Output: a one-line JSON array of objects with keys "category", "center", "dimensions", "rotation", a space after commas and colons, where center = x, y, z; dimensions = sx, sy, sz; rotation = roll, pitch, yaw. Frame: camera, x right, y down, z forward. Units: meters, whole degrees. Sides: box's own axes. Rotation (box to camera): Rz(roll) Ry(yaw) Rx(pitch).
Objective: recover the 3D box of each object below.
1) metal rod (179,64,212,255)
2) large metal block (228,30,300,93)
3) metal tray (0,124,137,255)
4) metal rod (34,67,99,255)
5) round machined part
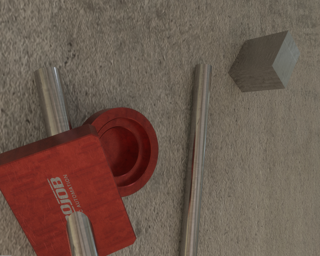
[{"category": "metal rod", "center": [0.052, 0.056, 0.450], "dimensions": [0.025, 0.025, 0.298], "rotation": [9, 84, -40]}, {"category": "large metal block", "center": [0.174, -0.109, 0.518], "dimensions": [0.050, 0.080, 0.080], "rotation": [46, 63, -31]}, {"category": "metal tray", "center": [-0.084, 0.071, 0.296], "dimensions": [0.091, 0.030, 0.129], "rotation": [-20, 114, -11]}, {"category": "metal rod", "center": [-0.078, 0.087, 0.295], "dimensions": [0.025, 0.025, 0.298], "rotation": [-8, 82, -40]}, {"category": "round machined part", "center": [-0.053, 0.026, 0.351], "dimensions": [0.099, 0.042, 0.097], "rotation": [0, 90, -40]}]
